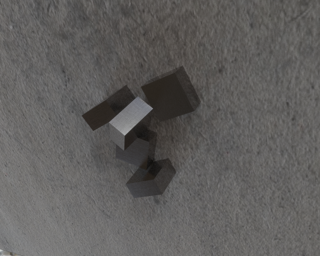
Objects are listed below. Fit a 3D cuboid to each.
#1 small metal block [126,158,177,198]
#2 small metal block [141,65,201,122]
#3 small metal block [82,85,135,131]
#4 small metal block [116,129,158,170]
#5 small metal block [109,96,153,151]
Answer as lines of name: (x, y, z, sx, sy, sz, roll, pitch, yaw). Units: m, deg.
small metal block: (-0.012, 0.071, 0.440, 0.050, 0.050, 0.025, -16, 110, 34)
small metal block: (0.013, -0.040, 0.374, 0.050, 0.025, 0.050, -17, 110, 34)
small metal block: (-0.066, -0.027, 0.407, 0.050, 0.050, 0.025, -26, 104, 36)
small metal block: (-0.034, 0.025, 0.439, 0.050, 0.025, 0.050, 19, 126, 16)
small metal block: (-0.037, -0.005, 0.393, 0.025, 0.050, 0.050, 40, 156, 11)
